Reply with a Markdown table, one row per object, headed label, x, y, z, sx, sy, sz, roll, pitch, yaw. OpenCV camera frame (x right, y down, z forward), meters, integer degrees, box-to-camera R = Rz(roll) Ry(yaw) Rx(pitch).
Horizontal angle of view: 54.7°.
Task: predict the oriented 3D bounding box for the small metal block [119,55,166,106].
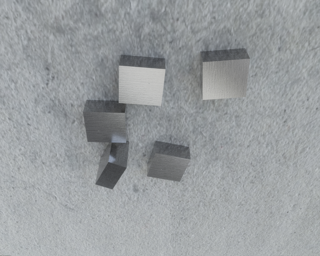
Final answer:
| label | x | y | z | sx | sy | sz | roll | pitch | yaw |
| --- | --- | --- | --- | --- | --- | --- | --- | --- | --- |
| small metal block | -0.021 | -0.055 | 0.360 | 0.050 | 0.025 | 0.050 | 4 | 130 | -4 |

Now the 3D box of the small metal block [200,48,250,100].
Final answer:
| label | x | y | z | sx | sy | sz | roll | pitch | yaw |
| --- | --- | --- | --- | --- | --- | --- | --- | --- | --- |
| small metal block | 0.073 | -0.061 | 0.356 | 0.050 | 0.025 | 0.050 | -4 | 130 | 3 |

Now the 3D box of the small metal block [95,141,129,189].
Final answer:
| label | x | y | z | sx | sy | sz | roll | pitch | yaw |
| --- | --- | --- | --- | --- | --- | --- | --- | --- | --- |
| small metal block | -0.066 | 0.048 | 0.431 | 0.025 | 0.050 | 0.050 | 21 | 127 | -17 |

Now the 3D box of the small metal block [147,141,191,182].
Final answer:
| label | x | y | z | sx | sy | sz | roll | pitch | yaw |
| --- | --- | --- | --- | --- | --- | --- | --- | --- | --- |
| small metal block | 0.012 | 0.049 | 0.449 | 0.050 | 0.025 | 0.050 | 11 | 129 | -10 |

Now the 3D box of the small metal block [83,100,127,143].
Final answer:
| label | x | y | z | sx | sy | sz | roll | pitch | yaw |
| --- | --- | --- | --- | --- | --- | --- | --- | --- | --- |
| small metal block | -0.069 | -0.008 | 0.399 | 0.050 | 0.025 | 0.050 | 1 | 130 | -2 |
